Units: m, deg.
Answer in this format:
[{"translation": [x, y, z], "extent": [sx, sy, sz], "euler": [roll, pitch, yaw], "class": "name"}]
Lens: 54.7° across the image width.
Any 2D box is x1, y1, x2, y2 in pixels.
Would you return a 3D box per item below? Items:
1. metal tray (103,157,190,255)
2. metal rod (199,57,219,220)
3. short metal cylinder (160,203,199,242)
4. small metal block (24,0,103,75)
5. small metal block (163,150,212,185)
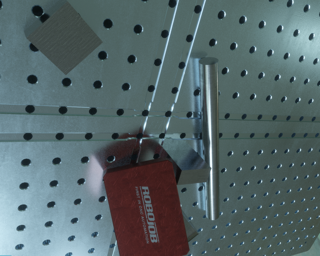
[{"translation": [-0.018, 0.112, 0.415], "extent": [0.091, 0.030, 0.129], "euler": [-12, 93, -6], "class": "metal tray"}, {"translation": [0.079, 0.036, 0.478], "extent": [0.025, 0.025, 0.298], "euler": [-20, 127, -17], "class": "metal rod"}, {"translation": [0.015, 0.145, 0.475], "extent": [0.050, 0.080, 0.080], "euler": [-37, 130, -4], "class": "short metal cylinder"}, {"translation": [-0.094, -0.090, 0.305], "extent": [0.050, 0.025, 0.050], "euler": [-42, 130, 0], "class": "small metal block"}, {"translation": [0.038, 0.056, 0.453], "extent": [0.050, 0.050, 0.025], "euler": [0, 118, -29], "class": "small metal block"}]
